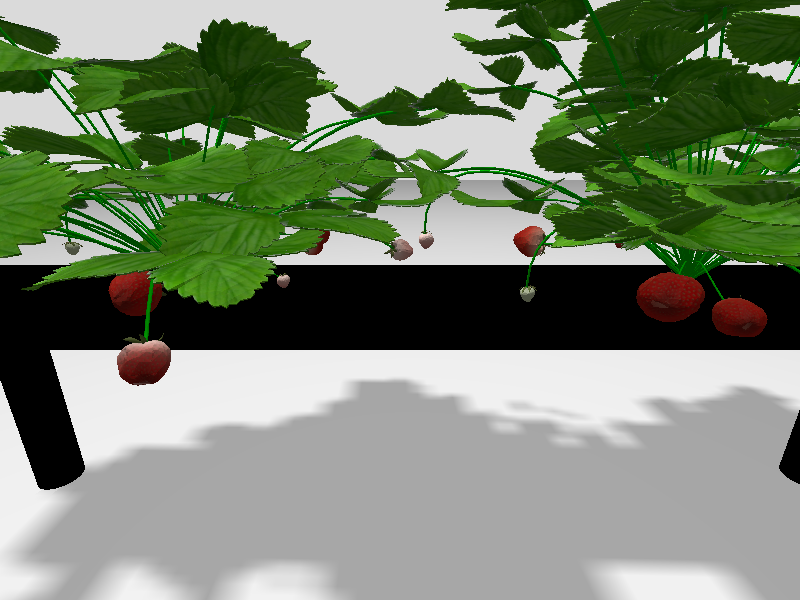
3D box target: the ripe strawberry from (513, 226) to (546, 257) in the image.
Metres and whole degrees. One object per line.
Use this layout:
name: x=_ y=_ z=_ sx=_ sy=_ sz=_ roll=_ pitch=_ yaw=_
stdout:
ripe strawberry: x=0.150 y=-0.068 z=0.468 sx=0.035 sy=0.037 sz=0.037 roll=-17 pitch=24 yaw=-41

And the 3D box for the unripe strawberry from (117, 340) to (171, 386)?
unripe strawberry: x=-0.121 y=0.030 z=0.190 sx=0.023 sy=0.021 sz=0.020 roll=-7 pitch=-35 yaw=-20

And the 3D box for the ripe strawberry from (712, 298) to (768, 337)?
ripe strawberry: x=0.204 y=0.011 z=0.240 sx=0.027 sy=0.023 sz=0.027 roll=8 pitch=21 yaw=23

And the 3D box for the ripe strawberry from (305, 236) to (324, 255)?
ripe strawberry: x=-0.103 y=-0.068 z=0.478 sx=0.026 sy=0.027 sz=0.028 roll=12 pitch=21 yaw=33

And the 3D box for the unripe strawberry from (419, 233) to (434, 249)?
unripe strawberry: x=0.033 y=-0.076 z=0.514 sx=0.019 sy=0.020 sz=0.018 roll=13 pitch=22 yaw=34

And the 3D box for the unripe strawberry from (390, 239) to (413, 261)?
unripe strawberry: x=0.003 y=-0.055 z=0.440 sx=0.024 sy=0.023 sz=0.026 roll=4 pitch=15 yaw=-26

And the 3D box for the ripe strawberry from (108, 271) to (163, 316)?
ripe strawberry: x=-0.184 y=-0.004 z=0.276 sx=0.032 sy=0.034 sz=0.035 roll=-1 pitch=19 yaw=-4

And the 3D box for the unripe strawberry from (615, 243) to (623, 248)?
unripe strawberry: x=0.287 y=-0.077 z=0.518 sx=0.021 sy=0.021 sz=0.018 roll=3 pitch=22 yaw=9

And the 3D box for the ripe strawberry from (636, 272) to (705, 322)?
ripe strawberry: x=0.174 y=-0.001 z=0.261 sx=0.037 sy=0.033 sz=0.034 roll=15 pitch=24 yaw=38

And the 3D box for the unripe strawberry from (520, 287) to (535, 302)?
unripe strawberry: x=0.096 y=-0.004 z=0.303 sx=0.011 sy=0.012 sz=0.011 roll=-7 pitch=20 yaw=-19

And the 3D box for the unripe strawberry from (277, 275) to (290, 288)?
unripe strawberry: x=-0.102 y=-0.016 z=0.351 sx=0.011 sy=0.011 sz=0.011 roll=2 pitch=19 yaw=7

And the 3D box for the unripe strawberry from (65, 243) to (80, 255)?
unripe strawberry: x=-0.366 y=-0.057 z=0.447 sx=0.015 sy=0.014 sz=0.013 roll=9 pitch=21 yaw=26

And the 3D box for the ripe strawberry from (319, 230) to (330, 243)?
ripe strawberry: x=-0.109 y=-0.089 z=0.530 sx=0.036 sy=0.031 sz=0.036 roll=8 pitch=19 yaw=23
